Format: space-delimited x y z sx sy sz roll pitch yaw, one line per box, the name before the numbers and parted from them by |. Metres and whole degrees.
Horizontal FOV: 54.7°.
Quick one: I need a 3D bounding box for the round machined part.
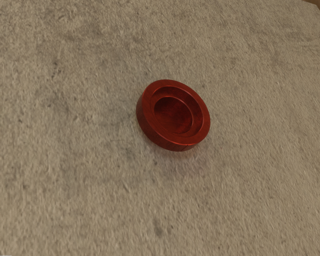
round machined part | 0.014 -0.013 0.410 0.099 0.042 0.098 14 56 -21
